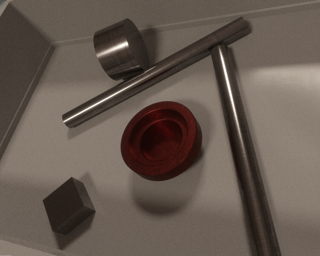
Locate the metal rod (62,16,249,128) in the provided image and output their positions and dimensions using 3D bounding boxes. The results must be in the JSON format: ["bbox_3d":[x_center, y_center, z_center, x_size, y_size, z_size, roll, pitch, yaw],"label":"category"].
[{"bbox_3d":[-0.013,-0.077,0.458,0.301,0.025,0.025,-27,53,11],"label":"metal rod"}]

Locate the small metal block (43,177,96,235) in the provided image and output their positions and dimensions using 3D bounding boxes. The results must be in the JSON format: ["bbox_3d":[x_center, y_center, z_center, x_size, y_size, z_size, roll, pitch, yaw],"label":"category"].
[{"bbox_3d":[-0.119,0.101,0.404,0.050,0.025,0.050,-39,51,1],"label":"small metal block"}]

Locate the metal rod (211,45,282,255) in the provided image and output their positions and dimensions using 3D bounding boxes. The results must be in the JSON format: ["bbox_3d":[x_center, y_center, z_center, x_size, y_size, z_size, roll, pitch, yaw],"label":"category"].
[{"bbox_3d":[0.091,0.021,0.344,0.025,0.025,0.299,-16,55,18],"label":"metal rod"}]

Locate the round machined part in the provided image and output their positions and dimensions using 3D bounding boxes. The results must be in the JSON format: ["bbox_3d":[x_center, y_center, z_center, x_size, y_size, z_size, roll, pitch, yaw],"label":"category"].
[{"bbox_3d":[0.005,0.019,0.379,0.098,0.042,0.098,-13,56,20],"label":"round machined part"}]

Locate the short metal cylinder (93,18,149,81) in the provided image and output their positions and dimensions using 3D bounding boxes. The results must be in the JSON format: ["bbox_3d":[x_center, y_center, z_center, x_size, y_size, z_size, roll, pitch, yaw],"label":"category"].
[{"bbox_3d":[-0.057,-0.118,0.471,0.050,0.080,0.080,-17,55,18],"label":"short metal cylinder"}]
